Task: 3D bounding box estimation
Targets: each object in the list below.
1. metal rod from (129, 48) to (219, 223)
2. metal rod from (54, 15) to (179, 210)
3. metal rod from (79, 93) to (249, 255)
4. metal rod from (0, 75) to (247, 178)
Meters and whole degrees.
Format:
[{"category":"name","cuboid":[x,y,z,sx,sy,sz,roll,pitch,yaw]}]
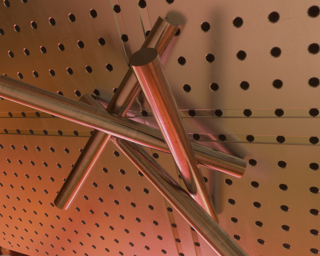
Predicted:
[{"category":"metal rod","cuboid":[0.031,0.040,0.356,0.025,0.025,0.299,4,141,26]},{"category":"metal rod","cuboid":[-0.067,-0.002,0.396,0.025,0.025,0.298,36,114,4]},{"category":"metal rod","cuboid":[-0.005,0.059,0.399,0.300,0.025,0.025,44,131,18]},{"category":"metal rod","cuboid":[-0.038,0.002,0.369,0.301,0.025,0.025,19,129,-9]}]
